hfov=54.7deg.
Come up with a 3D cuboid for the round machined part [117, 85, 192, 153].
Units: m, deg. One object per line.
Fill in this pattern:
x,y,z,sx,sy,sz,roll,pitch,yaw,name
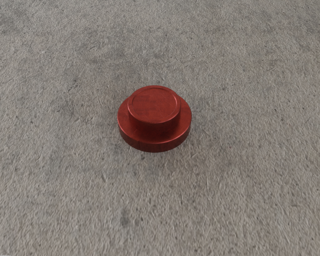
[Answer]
-0.007,-0.019,0.409,0.099,0.042,0.098,0,50,0,round machined part
